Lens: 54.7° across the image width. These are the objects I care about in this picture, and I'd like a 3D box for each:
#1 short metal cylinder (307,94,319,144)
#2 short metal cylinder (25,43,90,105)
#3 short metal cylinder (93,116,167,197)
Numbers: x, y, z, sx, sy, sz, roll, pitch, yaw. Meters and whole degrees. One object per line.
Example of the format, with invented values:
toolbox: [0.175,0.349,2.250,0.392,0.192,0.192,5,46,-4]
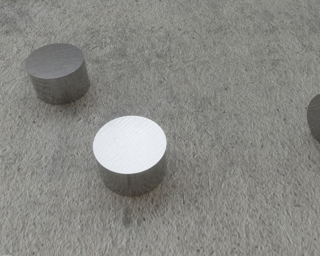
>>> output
short metal cylinder: [0.231,-0.013,0.380,0.050,0.080,0.080,-20,53,-16]
short metal cylinder: [-0.147,-0.079,0.453,0.080,0.050,0.080,0,50,0]
short metal cylinder: [-0.033,0.032,0.360,0.080,0.050,0.080,0,50,0]
